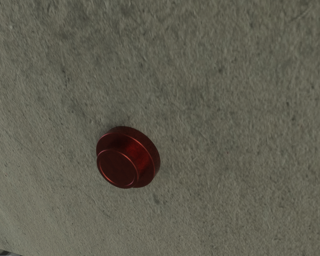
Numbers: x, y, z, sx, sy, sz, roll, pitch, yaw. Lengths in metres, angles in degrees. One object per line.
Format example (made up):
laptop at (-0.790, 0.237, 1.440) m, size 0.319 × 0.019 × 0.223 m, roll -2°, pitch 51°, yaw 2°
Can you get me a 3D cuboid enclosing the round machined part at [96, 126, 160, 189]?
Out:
round machined part at (-0.053, 0.050, 0.453) m, size 0.098 × 0.042 × 0.097 m, roll 13°, pitch 124°, yaw 20°
